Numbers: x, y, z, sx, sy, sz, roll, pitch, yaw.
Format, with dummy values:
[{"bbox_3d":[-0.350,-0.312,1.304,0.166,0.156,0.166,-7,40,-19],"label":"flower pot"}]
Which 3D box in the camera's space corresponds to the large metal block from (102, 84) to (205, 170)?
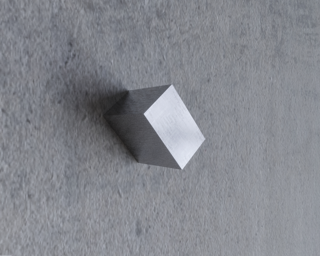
[{"bbox_3d":[-0.007,-0.001,0.365,0.050,0.080,0.080,-49,120,-29],"label":"large metal block"}]
